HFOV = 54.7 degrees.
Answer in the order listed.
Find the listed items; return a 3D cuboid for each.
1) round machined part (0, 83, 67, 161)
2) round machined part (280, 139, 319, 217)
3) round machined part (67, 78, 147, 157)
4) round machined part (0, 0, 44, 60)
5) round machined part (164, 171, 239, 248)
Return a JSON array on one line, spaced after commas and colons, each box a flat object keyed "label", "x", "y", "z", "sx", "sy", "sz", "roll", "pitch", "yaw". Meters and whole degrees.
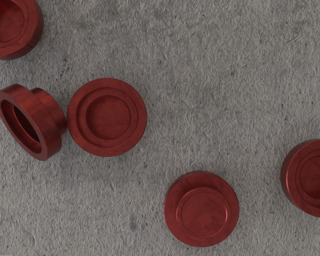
[{"label": "round machined part", "x": -0.153, "y": -0.011, "z": 0.382, "sx": 0.098, "sy": 0.098, "sz": 0.042, "roll": 50, "pitch": 53, "yaw": 0}, {"label": "round machined part", "x": 0.205, "y": 0.062, "z": 0.403, "sx": 0.099, "sy": 0.042, "sz": 0.097, "roll": 0, "pitch": 90, "yaw": 0}, {"label": "round machined part", "x": -0.065, "y": -0.013, "z": 0.400, "sx": 0.099, "sy": 0.042, "sz": 0.097, "roll": 0, "pitch": 90, "yaw": -1}, {"label": "round machined part", "x": -0.199, "y": -0.136, "z": 0.400, "sx": 0.099, "sy": 0.042, "sz": 0.097, "roll": 0, "pitch": 90, "yaw": 0}, {"label": "round machined part", "x": 0.054, "y": 0.107, "z": 0.402, "sx": 0.099, "sy": 0.042, "sz": 0.097, "roll": 0, "pitch": 90, "yaw": 0}]
